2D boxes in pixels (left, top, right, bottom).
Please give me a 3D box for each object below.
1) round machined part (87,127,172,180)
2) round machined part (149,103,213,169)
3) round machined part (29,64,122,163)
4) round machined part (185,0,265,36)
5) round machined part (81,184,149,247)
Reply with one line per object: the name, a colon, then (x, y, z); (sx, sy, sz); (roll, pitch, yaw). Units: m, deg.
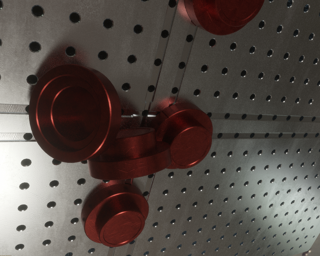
round machined part: (-0.037, 0.026, 0.367); (0.099, 0.098, 0.042); (-11, 99, -23)
round machined part: (0.033, 0.018, 0.431); (0.099, 0.042, 0.097); (-14, 125, -21)
round machined part: (-0.083, -0.015, 0.323); (0.098, 0.098, 0.042); (-59, 163, 14)
round machined part: (0.081, -0.154, 0.351); (0.099, 0.042, 0.097); (-14, 125, -21)
round machined part: (-0.061, 0.133, 0.451); (0.099, 0.042, 0.097); (-14, 124, -21)
